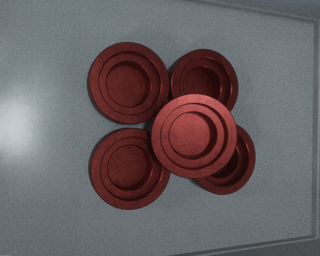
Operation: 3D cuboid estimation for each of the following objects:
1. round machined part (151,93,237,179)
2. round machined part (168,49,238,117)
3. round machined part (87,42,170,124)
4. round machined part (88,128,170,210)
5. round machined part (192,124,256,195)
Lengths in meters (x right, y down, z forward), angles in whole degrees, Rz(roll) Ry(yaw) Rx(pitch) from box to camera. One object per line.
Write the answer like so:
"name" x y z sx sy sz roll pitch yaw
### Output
"round machined part" 0.038 0.008 0.370 0.099 0.042 0.097 0 95 -2
"round machined part" 0.053 -0.054 0.420 0.099 0.042 0.097 0 90 -21
"round machined part" -0.041 -0.053 0.385 0.099 0.042 0.097 0 90 -21
"round machined part" -0.040 0.048 0.386 0.099 0.042 0.097 0 90 -21
"round machined part" 0.079 0.040 0.431 0.099 0.042 0.097 0 90 -21
